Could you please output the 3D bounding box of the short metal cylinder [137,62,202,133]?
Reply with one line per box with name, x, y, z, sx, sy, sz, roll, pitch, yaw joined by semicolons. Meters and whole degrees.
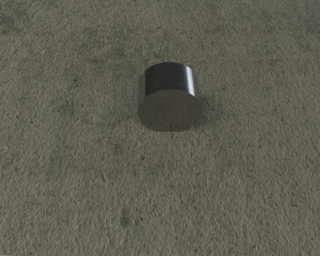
short metal cylinder;0.012;-0.038;0.402;0.081;0.080;0.050;-1;50;-1
